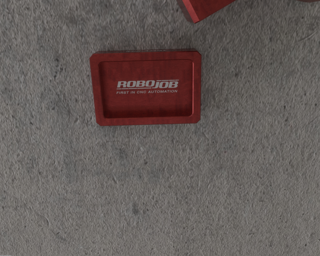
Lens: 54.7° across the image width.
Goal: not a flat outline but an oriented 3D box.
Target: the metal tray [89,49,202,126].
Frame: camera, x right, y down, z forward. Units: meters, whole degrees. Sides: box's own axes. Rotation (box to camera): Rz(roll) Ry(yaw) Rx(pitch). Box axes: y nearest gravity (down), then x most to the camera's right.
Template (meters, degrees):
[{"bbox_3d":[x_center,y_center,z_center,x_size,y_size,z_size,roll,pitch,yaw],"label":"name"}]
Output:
[{"bbox_3d":[-0.016,-0.051,0.387,0.131,0.030,0.089,-2,110,0],"label":"metal tray"}]

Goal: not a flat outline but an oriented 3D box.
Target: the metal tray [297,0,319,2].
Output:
[{"bbox_3d":[0.114,-0.156,0.303,0.131,0.090,0.030,10,106,-8],"label":"metal tray"}]

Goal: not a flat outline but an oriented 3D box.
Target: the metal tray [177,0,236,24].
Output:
[{"bbox_3d":[0.082,-0.155,0.318,0.130,0.090,0.030,-28,108,10],"label":"metal tray"}]
